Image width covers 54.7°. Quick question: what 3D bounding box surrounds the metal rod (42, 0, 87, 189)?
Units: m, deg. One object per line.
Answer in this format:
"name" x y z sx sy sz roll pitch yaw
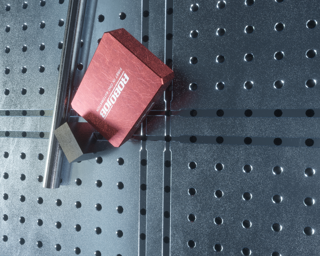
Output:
"metal rod" -0.141 -0.059 0.460 0.025 0.025 0.298 11 93 19

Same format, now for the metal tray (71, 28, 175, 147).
"metal tray" -0.052 -0.047 0.393 0.090 0.030 0.129 42 128 5

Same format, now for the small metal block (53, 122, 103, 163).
"small metal block" -0.115 0.019 0.438 0.025 0.050 0.050 -33 80 17

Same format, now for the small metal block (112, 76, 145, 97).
"small metal block" -0.036 -0.056 0.411 0.050 0.050 0.025 25 99 18
